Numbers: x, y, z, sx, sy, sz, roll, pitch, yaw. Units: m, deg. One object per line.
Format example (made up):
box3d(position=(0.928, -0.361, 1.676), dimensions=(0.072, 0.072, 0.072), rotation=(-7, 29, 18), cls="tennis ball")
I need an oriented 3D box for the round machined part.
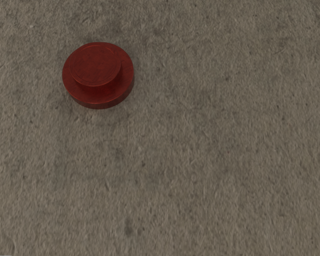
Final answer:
box3d(position=(-0.086, -0.078, 0.427), dimensions=(0.099, 0.042, 0.098), rotation=(0, 70, -1), cls="round machined part")
